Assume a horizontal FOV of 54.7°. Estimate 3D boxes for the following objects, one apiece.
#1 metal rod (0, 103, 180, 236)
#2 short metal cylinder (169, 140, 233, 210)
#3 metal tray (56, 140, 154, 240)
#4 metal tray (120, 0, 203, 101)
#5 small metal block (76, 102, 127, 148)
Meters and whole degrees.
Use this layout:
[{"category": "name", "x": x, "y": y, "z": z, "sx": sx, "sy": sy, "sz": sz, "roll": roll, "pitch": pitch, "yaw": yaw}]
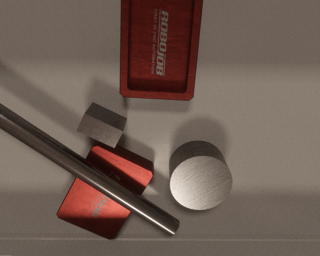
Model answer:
[{"category": "metal rod", "x": -0.099, "y": 0.052, "z": 0.396, "sx": 0.301, "sy": 0.025, "sz": 0.025, "roll": 36, "pitch": 106, "yaw": -13}, {"category": "short metal cylinder", "x": 0.053, "y": 0.063, "z": 0.422, "sx": 0.081, "sy": 0.050, "sz": 0.079, "roll": 0, "pitch": 110, "yaw": -1}, {"category": "metal tray", "x": -0.077, "y": 0.088, "z": 0.440, "sx": 0.090, "sy": 0.030, "sz": 0.129, "roll": 27, "pitch": 108, "yaw": -10}, {"category": "metal tray", "x": -0.001, "y": -0.101, "z": 0.371, "sx": 0.091, "sy": 0.030, "sz": 0.129, "roll": 3, "pitch": 110, "yaw": -2}, {"category": "small metal block", "x": -0.072, "y": -0.005, "z": 0.395, "sx": 0.050, "sy": 0.050, "sz": 0.025, "roll": 26, "pitch": 108, "yaw": -10}]
